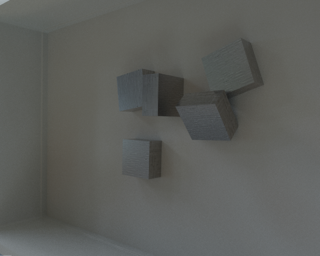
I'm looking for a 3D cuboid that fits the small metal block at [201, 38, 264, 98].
[{"bbox_3d":[0.079,-0.063,0.341,0.050,0.025,0.050,-22,76,38],"label":"small metal block"}]

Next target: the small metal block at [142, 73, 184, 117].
[{"bbox_3d":[0.004,-0.039,0.387,0.025,0.050,0.050,2,91,40],"label":"small metal block"}]

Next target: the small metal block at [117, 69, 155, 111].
[{"bbox_3d":[-0.033,-0.051,0.434,0.050,0.025,0.050,-9,85,39],"label":"small metal block"}]

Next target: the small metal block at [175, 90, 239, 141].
[{"bbox_3d":[0.053,-0.013,0.346,0.050,0.025,0.050,-1,130,40],"label":"small metal block"}]

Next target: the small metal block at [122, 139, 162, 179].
[{"bbox_3d":[-0.025,0.041,0.428,0.050,0.025,0.050,3,92,40],"label":"small metal block"}]
